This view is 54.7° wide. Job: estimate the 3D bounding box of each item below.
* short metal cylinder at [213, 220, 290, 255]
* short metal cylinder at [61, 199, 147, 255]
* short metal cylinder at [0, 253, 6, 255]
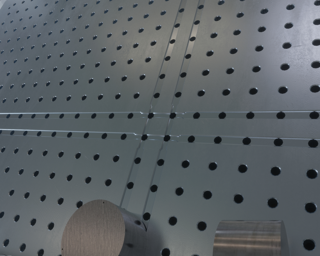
[{"bbox_3d":[0.080,0.118,0.258,0.050,0.080,0.080,-8,59,24],"label":"short metal cylinder"},{"bbox_3d":[-0.062,0.126,0.347,0.080,0.050,0.080,-13,56,21],"label":"short metal cylinder"},{"bbox_3d":[-0.249,0.179,0.394,0.080,0.080,0.050,2,63,29],"label":"short metal cylinder"}]
